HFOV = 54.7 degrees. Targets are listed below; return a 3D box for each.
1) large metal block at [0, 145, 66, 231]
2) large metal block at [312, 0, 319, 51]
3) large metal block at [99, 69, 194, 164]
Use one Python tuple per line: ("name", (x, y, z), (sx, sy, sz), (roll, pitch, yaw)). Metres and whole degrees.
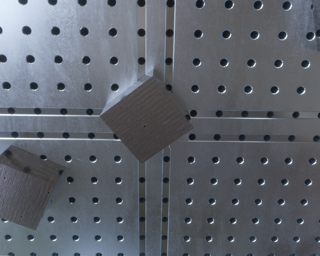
("large metal block", (-0.189, 0.082, 0.428), (0.080, 0.050, 0.080), (24, 108, -9))
("large metal block", (0.228, -0.135, 0.353), (0.080, 0.050, 0.080), (-15, 110, 5))
("large metal block", (-0.016, -0.016, 0.394), (0.080, 0.050, 0.080), (-36, 107, 12))
